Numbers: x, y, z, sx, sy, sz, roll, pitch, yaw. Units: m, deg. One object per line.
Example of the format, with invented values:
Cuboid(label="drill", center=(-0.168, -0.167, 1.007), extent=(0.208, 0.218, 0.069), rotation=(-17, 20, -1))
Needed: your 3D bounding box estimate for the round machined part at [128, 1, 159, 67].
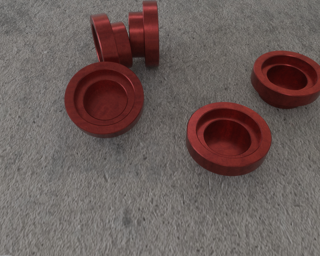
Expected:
Cuboid(label="round machined part", center=(-0.025, -0.143, 0.476), extent=(0.042, 0.097, 0.098), rotation=(-2, 50, -2))

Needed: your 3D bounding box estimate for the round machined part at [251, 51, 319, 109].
Cuboid(label="round machined part", center=(0.181, -0.066, 0.448), extent=(0.099, 0.042, 0.098), rotation=(0, 50, 0))

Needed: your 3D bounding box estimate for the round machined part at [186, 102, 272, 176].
Cuboid(label="round machined part", center=(0.081, 0.017, 0.378), extent=(0.099, 0.042, 0.098), rotation=(0, 50, 0))

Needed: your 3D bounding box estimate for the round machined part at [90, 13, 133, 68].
Cuboid(label="round machined part", center=(-0.069, -0.118, 0.455), extent=(0.042, 0.097, 0.098), rotation=(-15, 52, -12))

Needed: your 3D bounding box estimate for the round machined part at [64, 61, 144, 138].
Cuboid(label="round machined part", center=(-0.070, -0.034, 0.405), extent=(0.099, 0.042, 0.098), rotation=(1, 74, -2))
